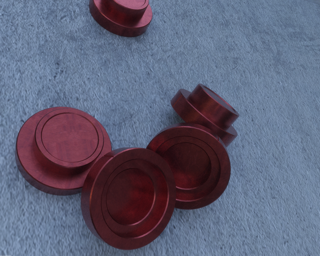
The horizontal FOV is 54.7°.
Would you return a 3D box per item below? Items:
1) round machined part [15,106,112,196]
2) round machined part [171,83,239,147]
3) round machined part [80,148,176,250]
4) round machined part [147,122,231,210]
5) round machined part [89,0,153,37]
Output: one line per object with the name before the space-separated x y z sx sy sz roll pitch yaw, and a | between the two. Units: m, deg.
round machined part | -0.098 0.018 0.329 0.099 0.042 0.098 14 56 -21
round machined part | 0.065 -0.022 0.412 0.098 0.042 0.098 34 18 -12
round machined part | -0.034 0.068 0.316 0.099 0.042 0.097 2 87 -37
round machined part | 0.031 0.041 0.361 0.098 0.098 0.042 40 15 -1
round machined part | -0.056 -0.193 0.480 0.099 0.042 0.098 14 56 -21
